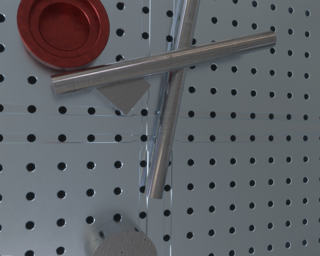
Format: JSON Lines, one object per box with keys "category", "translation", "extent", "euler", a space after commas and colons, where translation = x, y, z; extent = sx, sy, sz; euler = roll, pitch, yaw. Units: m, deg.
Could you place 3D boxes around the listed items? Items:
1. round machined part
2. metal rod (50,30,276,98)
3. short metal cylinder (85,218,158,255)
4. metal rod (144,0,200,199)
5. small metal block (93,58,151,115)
{"category": "round machined part", "translation": [-0.112, -0.116, 0.362], "extent": [0.099, 0.042, 0.097], "euler": [0, 90, -20]}
{"category": "metal rod", "translation": [0.019, -0.086, 0.391], "extent": [0.302, 0.025, 0.025], "euler": [-16, 96, -19]}
{"category": "short metal cylinder", "translation": [-0.049, 0.158, 0.381], "extent": [0.081, 0.050, 0.080], "euler": [0, 90, -20]}
{"category": "metal rod", "translation": [0.019, -0.055, 0.419], "extent": [0.025, 0.025, 0.298], "euler": [12, 86, -20]}
{"category": "small metal block", "translation": [-0.049, -0.051, 0.394], "extent": [0.050, 0.025, 0.050], "euler": [42, 77, -15]}
